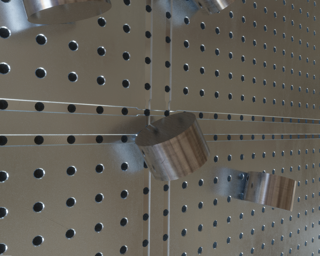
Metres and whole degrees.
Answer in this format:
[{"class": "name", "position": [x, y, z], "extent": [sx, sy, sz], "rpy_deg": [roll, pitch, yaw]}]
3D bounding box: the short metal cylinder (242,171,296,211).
[{"class": "short metal cylinder", "position": [0.186, 0.108, 0.529], "extent": [0.080, 0.080, 0.050], "rpy_deg": [23, 76, -38]}]

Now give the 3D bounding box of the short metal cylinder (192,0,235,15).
[{"class": "short metal cylinder", "position": [0.078, -0.207, 0.437], "extent": [0.050, 0.080, 0.080], "rpy_deg": [44, 63, -31]}]

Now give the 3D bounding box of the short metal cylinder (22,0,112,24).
[{"class": "short metal cylinder", "position": [-0.092, -0.135, 0.296], "extent": [0.081, 0.080, 0.050], "rpy_deg": [-21, 104, -38]}]

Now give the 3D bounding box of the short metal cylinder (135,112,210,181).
[{"class": "short metal cylinder", "position": [0.016, 0.021, 0.386], "extent": [0.080, 0.080, 0.050], "rpy_deg": [-38, 114, -33]}]
